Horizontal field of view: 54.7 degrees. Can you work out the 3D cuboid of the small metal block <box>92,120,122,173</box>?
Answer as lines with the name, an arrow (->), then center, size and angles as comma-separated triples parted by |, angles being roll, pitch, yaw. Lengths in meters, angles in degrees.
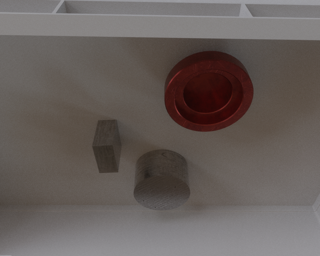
small metal block -> -0.069, 0.024, 0.412 | 0.025, 0.050, 0.050 | -2, 130, 2

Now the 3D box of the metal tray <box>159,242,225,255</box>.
metal tray -> 0.065, 0.290, 0.657 | 0.131, 0.030, 0.089 | 21, 127, -18

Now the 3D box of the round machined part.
round machined part -> 0.054, -0.046, 0.360 | 0.099, 0.042, 0.097 | -1, 130, 0

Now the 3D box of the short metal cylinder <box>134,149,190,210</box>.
short metal cylinder -> 0.003, 0.078, 0.459 | 0.081, 0.050, 0.079 | 0, 130, 0
